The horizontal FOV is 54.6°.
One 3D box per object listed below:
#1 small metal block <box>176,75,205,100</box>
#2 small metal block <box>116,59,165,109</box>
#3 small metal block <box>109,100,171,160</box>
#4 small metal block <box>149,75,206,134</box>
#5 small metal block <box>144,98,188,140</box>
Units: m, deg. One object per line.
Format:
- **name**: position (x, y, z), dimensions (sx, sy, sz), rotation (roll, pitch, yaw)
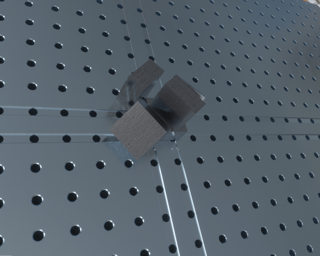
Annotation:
- **small metal block**: position (0.035, -0.051, 0.440), dimensions (0.050, 0.025, 0.050), rotation (37, 11, -4)
- **small metal block**: position (-0.027, -0.057, 0.412), dimensions (0.025, 0.050, 0.050), rotation (42, 51, 0)
- **small metal block**: position (-0.023, 0.002, 0.374), dimensions (0.050, 0.050, 0.025), rotation (47, 14, 5)
- **small metal block**: position (0.020, -0.029, 0.388), dimensions (0.050, 0.050, 0.025), rotation (46, 50, 3)
- **small metal block**: position (0.004, -0.011, 0.416), dimensions (0.050, 0.025, 0.050), rotation (1, 61, -29)
